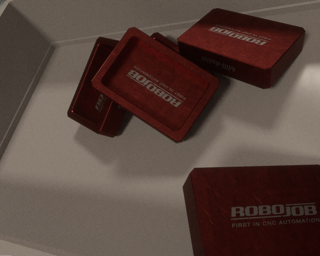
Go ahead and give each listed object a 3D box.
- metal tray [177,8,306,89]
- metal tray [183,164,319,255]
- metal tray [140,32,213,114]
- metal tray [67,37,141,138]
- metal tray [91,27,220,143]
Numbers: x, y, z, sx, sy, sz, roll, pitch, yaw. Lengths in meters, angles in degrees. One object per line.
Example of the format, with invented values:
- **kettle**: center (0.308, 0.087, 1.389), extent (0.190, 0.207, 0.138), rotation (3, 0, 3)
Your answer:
- **metal tray**: center (0.099, -0.106, 0.392), extent (0.130, 0.030, 0.090), rotation (28, 60, 32)
- **metal tray**: center (0.091, 0.079, 0.263), extent (0.131, 0.030, 0.090), rotation (0, 55, -11)
- **metal tray**: center (0.003, -0.077, 0.446), extent (0.090, 0.030, 0.130), rotation (-43, 51, -3)
- **metal tray**: center (-0.078, -0.061, 0.449), extent (0.090, 0.030, 0.129), rotation (24, 93, 41)
- **metal tray**: center (-0.005, -0.052, 0.381), extent (0.130, 0.030, 0.090), rotation (33, 86, 7)
